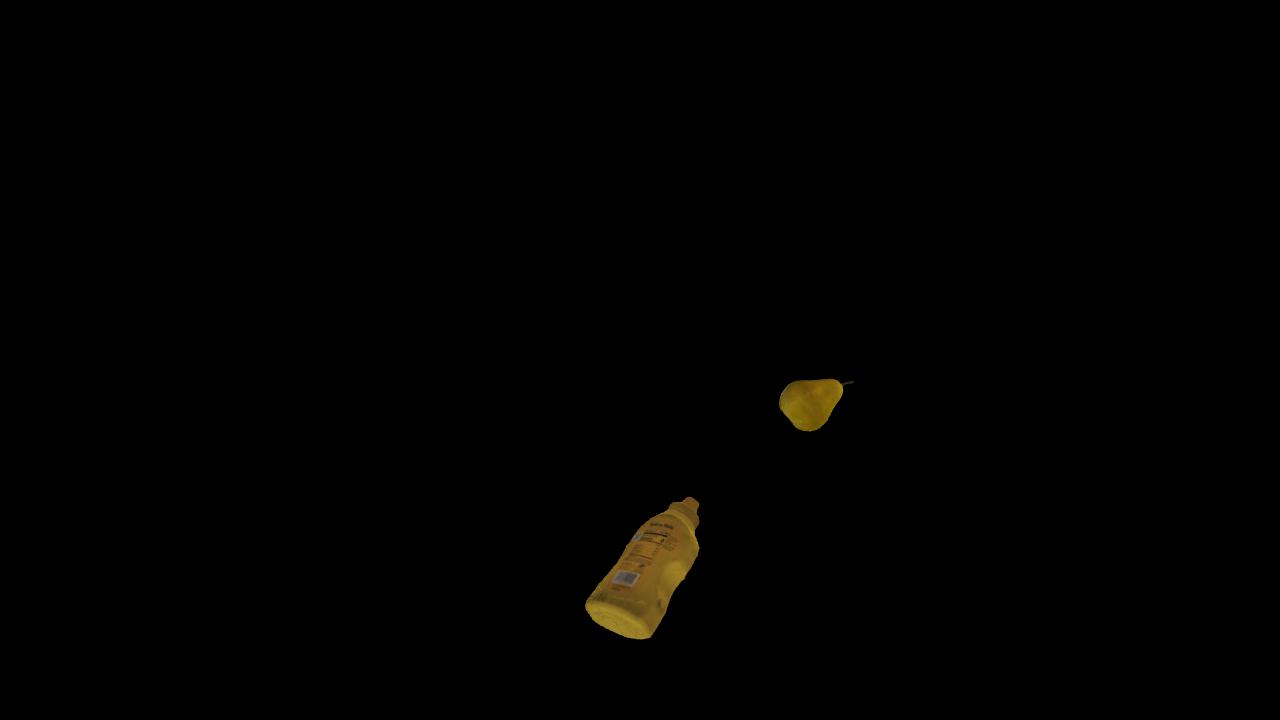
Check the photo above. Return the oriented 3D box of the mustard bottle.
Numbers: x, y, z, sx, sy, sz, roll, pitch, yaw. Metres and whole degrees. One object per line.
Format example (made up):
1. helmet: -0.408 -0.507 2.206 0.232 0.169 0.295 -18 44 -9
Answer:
1. mustard bottle: 0.020 0.230 0.719 0.092 0.054 0.184 -12 27 44

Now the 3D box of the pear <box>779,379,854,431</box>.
1. pear: 0.268 0.054 0.928 0.111 0.080 0.080 -40 -8 10
